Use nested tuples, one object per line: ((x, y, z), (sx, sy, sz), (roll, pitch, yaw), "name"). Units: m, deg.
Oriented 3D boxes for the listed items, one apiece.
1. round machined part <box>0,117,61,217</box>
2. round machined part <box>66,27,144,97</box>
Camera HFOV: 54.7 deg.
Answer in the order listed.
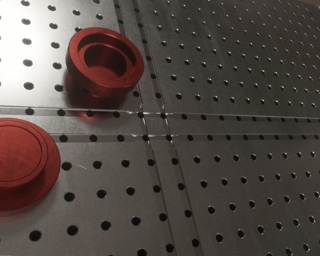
((-0.147, 0.032, 0.299), (0.099, 0.042, 0.098), (14, 56, -21), "round machined part")
((-0.074, -0.082, 0.408), (0.099, 0.042, 0.098), (14, 56, -21), "round machined part")
